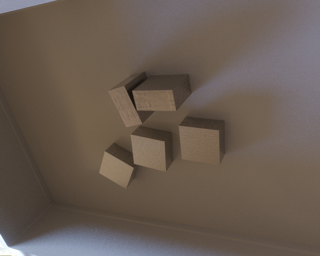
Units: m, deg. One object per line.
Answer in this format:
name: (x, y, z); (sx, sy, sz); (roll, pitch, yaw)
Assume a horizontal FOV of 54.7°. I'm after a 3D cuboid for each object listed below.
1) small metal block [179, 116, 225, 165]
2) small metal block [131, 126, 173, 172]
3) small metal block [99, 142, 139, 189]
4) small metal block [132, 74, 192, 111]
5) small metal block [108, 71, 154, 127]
small metal block: (0.054, 0.016, 0.390); (0.050, 0.025, 0.050); (7, 122, 24)
small metal block: (-0.010, 0.029, 0.432); (0.050, 0.025, 0.050); (11, 123, 22)
small metal block: (-0.062, 0.058, 0.477); (0.050, 0.025, 0.050); (29, 128, 10)
small metal block: (0.004, -0.042, 0.364); (0.050, 0.050, 0.025); (2, 120, 27)
small metal block: (-0.031, -0.036, 0.386); (0.025, 0.050, 0.050); (-12, 113, 33)
